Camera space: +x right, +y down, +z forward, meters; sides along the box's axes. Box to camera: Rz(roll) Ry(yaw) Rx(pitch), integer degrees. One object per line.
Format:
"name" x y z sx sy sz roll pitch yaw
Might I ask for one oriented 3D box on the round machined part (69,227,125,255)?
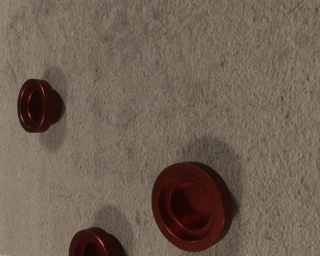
"round machined part" -0.091 0.198 0.466 0.098 0.042 0.097 0 90 39

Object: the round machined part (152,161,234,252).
"round machined part" 0.041 0.087 0.359 0.098 0.042 0.097 0 90 39

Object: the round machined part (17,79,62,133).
"round machined part" -0.219 -0.040 0.571 0.098 0.042 0.097 0 90 39
